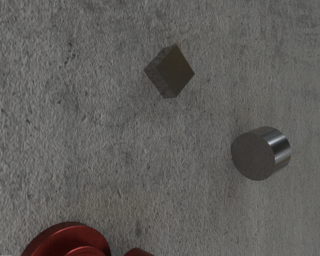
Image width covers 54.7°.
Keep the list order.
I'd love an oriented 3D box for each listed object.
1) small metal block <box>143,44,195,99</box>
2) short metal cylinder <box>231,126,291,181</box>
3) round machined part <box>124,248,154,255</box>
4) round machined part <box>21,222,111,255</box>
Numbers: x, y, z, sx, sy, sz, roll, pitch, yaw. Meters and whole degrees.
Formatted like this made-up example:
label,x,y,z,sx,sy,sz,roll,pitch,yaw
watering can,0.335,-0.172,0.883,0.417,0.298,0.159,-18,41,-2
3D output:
label,x,y,z,sx,sy,sz,roll,pitch,yaw
small metal block,0.013,-0.075,0.418,0.050,0.025,0.050,-52,121,-27
short metal cylinder,0.166,0.041,0.511,0.050,0.080,0.079,-16,101,-39
round machined part,-0.027,0.190,0.346,0.099,0.042,0.097,-45,143,-48
round machined part,-0.092,0.151,0.318,0.099,0.042,0.097,0,90,-40
